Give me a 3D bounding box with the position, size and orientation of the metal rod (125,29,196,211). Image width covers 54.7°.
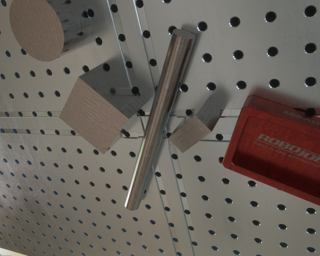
[{"bbox_3d":[-0.010,0.012,0.422,0.025,0.025,0.298,26,128,11],"label":"metal rod"}]

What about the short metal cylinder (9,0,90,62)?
[{"bbox_3d":[-0.136,-0.129,0.385,0.080,0.050,0.079,13,124,20],"label":"short metal cylinder"}]

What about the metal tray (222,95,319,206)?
[{"bbox_3d":[0.146,0.027,0.347,0.130,0.030,0.089,21,126,15],"label":"metal tray"}]

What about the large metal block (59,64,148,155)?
[{"bbox_3d":[-0.078,-0.025,0.419,0.080,0.050,0.080,40,129,0],"label":"large metal block"}]

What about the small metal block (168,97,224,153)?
[{"bbox_3d":[0.043,-0.004,0.369,0.025,0.050,0.050,45,129,-4],"label":"small metal block"}]
